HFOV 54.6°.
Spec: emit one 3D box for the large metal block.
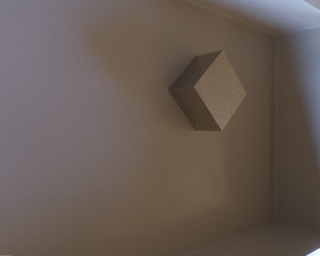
[{"bbox_3d":[0.070,-0.052,0.448,0.080,0.050,0.080,-52,120,-27],"label":"large metal block"}]
